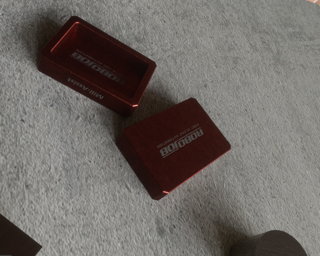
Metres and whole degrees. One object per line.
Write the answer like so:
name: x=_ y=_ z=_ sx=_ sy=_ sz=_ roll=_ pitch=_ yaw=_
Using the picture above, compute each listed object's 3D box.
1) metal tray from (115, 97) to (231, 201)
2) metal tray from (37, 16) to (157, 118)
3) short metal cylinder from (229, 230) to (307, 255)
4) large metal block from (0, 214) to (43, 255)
metal tray: x=0.021 y=0.021 z=0.399 sx=0.131 sy=0.030 sz=0.090 roll=-27 pitch=77 yaw=-37
metal tray: x=-0.078 y=-0.081 z=0.407 sx=0.131 sy=0.030 sz=0.090 roll=29 pitch=52 yaw=-10
short metal cylinder: x=0.126 y=0.163 z=0.356 sx=0.081 sy=0.050 sz=0.080 roll=14 pitch=56 yaw=-21
large metal block: x=-0.139 y=0.112 z=0.225 sx=0.050 sy=0.080 sz=0.080 roll=40 pitch=51 yaw=-2
